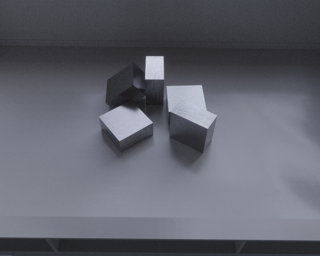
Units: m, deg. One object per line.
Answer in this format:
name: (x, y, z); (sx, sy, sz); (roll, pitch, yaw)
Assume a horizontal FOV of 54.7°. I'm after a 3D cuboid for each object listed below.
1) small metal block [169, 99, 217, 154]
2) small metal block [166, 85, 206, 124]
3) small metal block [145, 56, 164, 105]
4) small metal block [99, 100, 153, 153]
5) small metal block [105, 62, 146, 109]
small metal block: (0.041, -0.001, 0.391); (0.050, 0.050, 0.025); (26, 55, 20)
small metal block: (0.035, -0.033, 0.434); (0.050, 0.025, 0.050); (-2, 50, -2)
small metal block: (-0.007, -0.068, 0.446); (0.025, 0.050, 0.050); (0, 50, 0)
small metal block: (-0.044, -0.003, 0.407); (0.050, 0.025, 0.050); (-30, 57, -23)
small metal block: (-0.048, -0.057, 0.435); (0.050, 0.025, 0.050); (-29, 43, 25)
